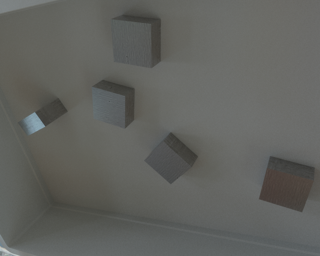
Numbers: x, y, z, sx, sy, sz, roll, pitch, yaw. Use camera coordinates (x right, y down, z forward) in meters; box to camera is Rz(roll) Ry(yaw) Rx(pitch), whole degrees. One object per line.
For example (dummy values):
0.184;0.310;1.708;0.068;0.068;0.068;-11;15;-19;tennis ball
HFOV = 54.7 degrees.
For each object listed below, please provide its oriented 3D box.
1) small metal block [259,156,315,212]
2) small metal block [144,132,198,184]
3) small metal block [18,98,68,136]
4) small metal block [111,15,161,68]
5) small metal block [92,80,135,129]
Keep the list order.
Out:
0.151;0.067;0.370;0.050;0.025;0.050;14;124;20;small metal block
0.015;0.042;0.427;0.050;0.025;0.050;42;129;-1;small metal block
-0.180;-0.017;0.477;0.050;0.050;0.025;-21;107;36;small metal block
-0.027;-0.101;0.360;0.050;0.025;0.050;14;124;20;small metal block
-0.063;-0.033;0.422;0.050;0.025;0.050;17;125;18;small metal block
